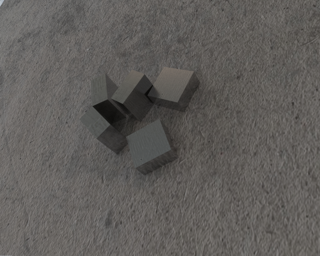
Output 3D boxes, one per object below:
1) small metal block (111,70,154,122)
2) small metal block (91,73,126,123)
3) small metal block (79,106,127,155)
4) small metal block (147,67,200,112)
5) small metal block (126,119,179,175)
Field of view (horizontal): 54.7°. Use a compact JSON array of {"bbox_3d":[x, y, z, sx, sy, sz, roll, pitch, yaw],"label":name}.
[{"bbox_3d":[-0.033,-0.044,0.432,0.025,0.050,0.050,26,76,37],"label":"small metal block"},{"bbox_3d":[-0.075,-0.042,0.453,0.025,0.050,0.050,-22,54,15],"label":"small metal block"},{"bbox_3d":[-0.076,0.004,0.425,0.025,0.050,0.050,-46,51,-4],"label":"small metal block"},{"bbox_3d":[0.019,-0.054,0.427,0.050,0.025,0.050,17,70,34],"label":"small metal block"},{"bbox_3d":[-0.010,0.024,0.394,0.050,0.025,0.050,-28,52,10],"label":"small metal block"}]
